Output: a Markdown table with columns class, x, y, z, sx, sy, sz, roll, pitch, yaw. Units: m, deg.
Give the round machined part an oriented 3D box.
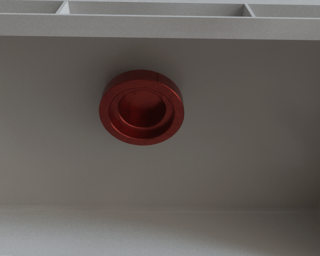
| class | x | y | z | sx | sy | sz | roll | pitch | yaw |
| --- | --- | --- | --- | --- | --- | --- | --- | --- | --- |
| round machined part | -0.021 | -0.028 | 0.374 | 0.099 | 0.042 | 0.097 | 0 | 130 | 0 |
